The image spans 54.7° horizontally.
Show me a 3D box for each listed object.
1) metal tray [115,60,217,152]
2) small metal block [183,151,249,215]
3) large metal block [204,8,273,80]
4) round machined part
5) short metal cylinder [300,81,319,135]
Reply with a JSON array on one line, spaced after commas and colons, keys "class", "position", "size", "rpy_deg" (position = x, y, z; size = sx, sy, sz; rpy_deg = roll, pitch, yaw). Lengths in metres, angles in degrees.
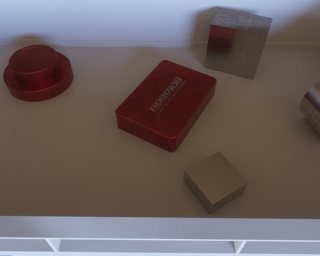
[{"class": "metal tray", "position": [0.011, -0.036, 0.432], "size": [0.090, 0.030, 0.130], "rpy_deg": [24, 54, 18]}, {"class": "small metal block", "position": [0.063, 0.062, 0.354], "size": [0.050, 0.025, 0.050], "rpy_deg": [-25, 55, -20]}, {"class": "large metal block", "position": [0.119, -0.130, 0.480], "size": [0.080, 0.080, 0.050], "rpy_deg": [17, 52, 13]}, {"class": "round machined part", "position": [-0.185, -0.089, 0.466], "size": [0.099, 0.042, 0.098], "rpy_deg": [0, 50, 0]}, {"class": "short metal cylinder", "position": [0.230, -0.027, 0.395], "size": [0.081, 0.080, 0.050], "rpy_deg": [-13, 52, -11]}]
